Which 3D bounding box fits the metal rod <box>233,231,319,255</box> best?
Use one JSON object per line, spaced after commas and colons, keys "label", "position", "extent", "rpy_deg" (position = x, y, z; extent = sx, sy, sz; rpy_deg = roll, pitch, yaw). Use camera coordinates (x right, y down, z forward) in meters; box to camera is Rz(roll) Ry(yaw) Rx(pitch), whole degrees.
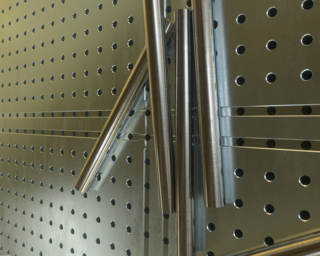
{"label": "metal rod", "position": [0.106, 0.138, 0.320], "extent": [0.299, 0.025, 0.025], "rpy_deg": [-34, 69, 34]}

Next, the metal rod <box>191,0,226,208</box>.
{"label": "metal rod", "position": [0.055, -0.060, 0.362], "extent": [0.025, 0.025, 0.298], "rpy_deg": [-5, 87, 39]}

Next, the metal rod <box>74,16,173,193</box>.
{"label": "metal rod", "position": [-0.059, -0.020, 0.455], "extent": [0.025, 0.025, 0.298], "rpy_deg": [45, 117, 30]}

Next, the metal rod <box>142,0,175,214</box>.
{"label": "metal rod", "position": [0.000, -0.042, 0.386], "extent": [0.025, 0.025, 0.298], "rpy_deg": [-1, 96, 39]}

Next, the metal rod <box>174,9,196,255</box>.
{"label": "metal rod", "position": [0.031, 0.006, 0.382], "extent": [0.025, 0.025, 0.298], "rpy_deg": [-1, 89, 39]}
